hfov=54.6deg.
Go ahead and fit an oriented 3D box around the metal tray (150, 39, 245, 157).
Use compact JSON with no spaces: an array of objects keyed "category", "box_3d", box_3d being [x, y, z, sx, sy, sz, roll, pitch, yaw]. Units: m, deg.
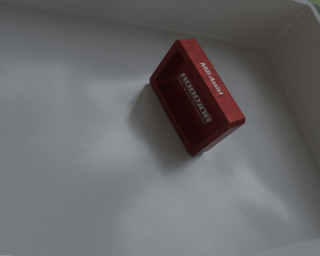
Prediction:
[{"category":"metal tray","box_3d":[0.043,-0.039,0.406,0.030,0.090,0.130,-17,71,-36]}]
